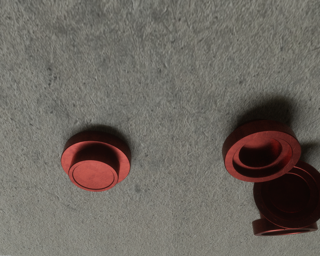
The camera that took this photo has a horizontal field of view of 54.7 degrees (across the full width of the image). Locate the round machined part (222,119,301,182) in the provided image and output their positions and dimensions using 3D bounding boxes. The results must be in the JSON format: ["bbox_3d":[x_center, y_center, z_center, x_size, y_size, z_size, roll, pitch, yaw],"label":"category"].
[{"bbox_3d":[0.133,0.026,0.419,0.099,0.042,0.097,0,130,0],"label":"round machined part"}]

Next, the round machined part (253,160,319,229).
[{"bbox_3d":[0.189,0.093,0.454,0.098,0.098,0.042,-21,168,16],"label":"round machined part"}]

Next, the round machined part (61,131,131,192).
[{"bbox_3d":[-0.091,0.054,0.441,0.099,0.042,0.097,0,130,0],"label":"round machined part"}]

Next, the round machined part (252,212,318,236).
[{"bbox_3d":[0.202,0.150,0.510,0.099,0.042,0.098,-3,155,-1],"label":"round machined part"}]
